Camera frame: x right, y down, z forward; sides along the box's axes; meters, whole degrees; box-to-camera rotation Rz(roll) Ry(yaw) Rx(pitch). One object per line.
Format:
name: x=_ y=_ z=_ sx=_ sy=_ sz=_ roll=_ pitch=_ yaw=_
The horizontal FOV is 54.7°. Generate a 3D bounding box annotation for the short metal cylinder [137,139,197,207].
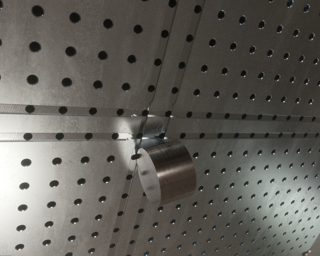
short metal cylinder: x=0.007 y=0.060 z=0.418 sx=0.050 sy=0.080 sz=0.079 roll=-13 pitch=124 yaw=-22
